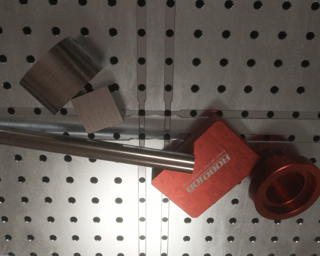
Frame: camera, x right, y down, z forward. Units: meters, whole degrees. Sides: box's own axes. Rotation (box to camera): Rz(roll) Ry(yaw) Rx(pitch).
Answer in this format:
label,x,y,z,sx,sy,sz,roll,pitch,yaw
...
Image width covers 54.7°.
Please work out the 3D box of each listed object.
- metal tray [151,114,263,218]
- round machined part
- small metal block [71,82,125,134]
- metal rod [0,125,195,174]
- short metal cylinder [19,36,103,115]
label,x,y,z,sx,sy,sz,roll,pitch,yaw
metal tray,0.063,0.055,0.432,0.090,0.030,0.130,42,104,-14
round machined part,0.168,0.076,0.428,0.099,0.042,0.097,-5,120,-9
small metal block,-0.079,-0.026,0.403,0.050,0.025,0.050,-20,109,7
metal rod,-0.106,0.024,0.403,0.302,0.025,0.025,8,110,3
short metal cylinder,-0.113,-0.060,0.360,0.080,0.080,0.050,-41,105,13
